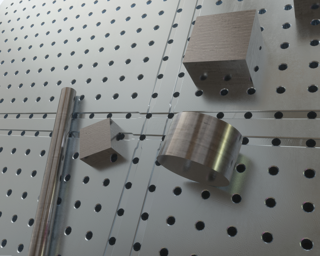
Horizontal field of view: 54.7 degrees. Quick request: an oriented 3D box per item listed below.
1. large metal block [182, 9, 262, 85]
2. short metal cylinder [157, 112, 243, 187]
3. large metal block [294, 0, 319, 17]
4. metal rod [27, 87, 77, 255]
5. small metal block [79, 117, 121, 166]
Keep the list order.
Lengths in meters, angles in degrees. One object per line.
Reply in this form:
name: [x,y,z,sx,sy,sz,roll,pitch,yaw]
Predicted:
large metal block: [0.085,-0.105,0.411,0.080,0.050,0.080,4,63,29]
short metal cylinder: [0.043,0.024,0.335,0.080,0.080,0.050,9,67,32]
large metal block: [0.217,-0.198,0.400,0.080,0.050,0.080,-2,61,27]
metal rod: [-0.154,0.066,0.445,0.025,0.025,0.299,-13,56,20]
small metal block: [-0.085,0.020,0.439,0.050,0.025,0.050,-20,54,15]
